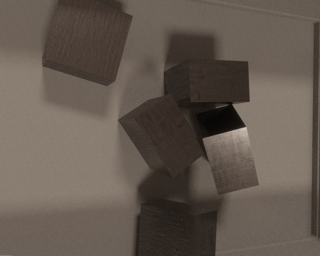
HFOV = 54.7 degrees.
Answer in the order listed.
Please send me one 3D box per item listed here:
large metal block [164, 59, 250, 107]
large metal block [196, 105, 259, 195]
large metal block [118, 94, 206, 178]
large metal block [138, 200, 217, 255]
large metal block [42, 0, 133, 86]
[{"bbox_3d":[0.058,-0.055,0.403,0.081,0.080,0.050,-2,90,-20],"label":"large metal block"},{"bbox_3d":[0.084,0.025,0.398,0.050,0.080,0.080,-16,112,7],"label":"large metal block"},{"bbox_3d":[-0.001,0.009,0.382,0.050,0.080,0.080,-36,102,-17],"label":"large metal block"},{"bbox_3d":[0.021,0.137,0.382,0.050,0.080,0.080,7,85,-50],"label":"large metal block"},{"bbox_3d":[-0.086,-0.102,0.366,0.081,0.050,0.080,16,85,-20],"label":"large metal block"}]
